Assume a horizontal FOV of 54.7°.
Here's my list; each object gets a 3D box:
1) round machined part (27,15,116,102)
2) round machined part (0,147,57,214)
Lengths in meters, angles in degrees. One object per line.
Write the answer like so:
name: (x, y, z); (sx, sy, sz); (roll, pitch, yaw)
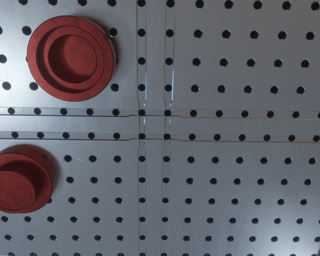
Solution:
round machined part: (-0.102, -0.084, 0.372); (0.099, 0.042, 0.097); (0, 110, -1)
round machined part: (-0.200, 0.079, 0.431); (0.099, 0.042, 0.097); (0, 110, -1)
